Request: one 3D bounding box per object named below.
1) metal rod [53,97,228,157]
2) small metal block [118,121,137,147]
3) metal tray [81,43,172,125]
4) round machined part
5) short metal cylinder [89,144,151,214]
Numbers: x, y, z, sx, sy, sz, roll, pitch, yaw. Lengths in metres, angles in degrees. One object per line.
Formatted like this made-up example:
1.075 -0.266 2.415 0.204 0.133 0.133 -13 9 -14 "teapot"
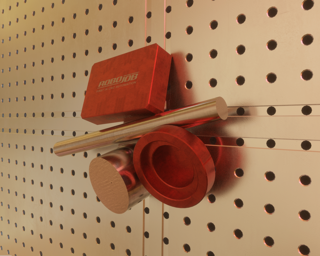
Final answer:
-0.050 0.007 0.414 0.300 0.025 0.025 -14 82 38 "metal rod"
-0.030 0.015 0.443 0.050 0.025 0.050 23 104 37 "small metal block"
-0.049 -0.056 0.426 0.130 0.030 0.090 -6 67 39 "metal tray"
0.020 0.041 0.365 0.098 0.042 0.097 16 120 29 "round machined part"
-0.051 0.067 0.417 0.080 0.050 0.079 21 122 38 "short metal cylinder"
